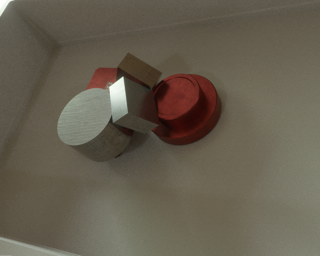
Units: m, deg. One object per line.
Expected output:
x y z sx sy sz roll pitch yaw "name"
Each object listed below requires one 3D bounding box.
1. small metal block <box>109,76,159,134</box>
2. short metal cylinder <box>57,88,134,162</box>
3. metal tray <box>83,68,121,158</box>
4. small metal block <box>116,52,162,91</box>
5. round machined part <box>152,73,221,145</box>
-0.031 -0.026 0.368 0.025 0.050 0.050 -30 56 33 "small metal block"
-0.080 -0.003 0.392 0.080 0.050 0.080 -13 56 20 "short metal cylinder"
-0.077 -0.027 0.453 0.090 0.030 0.130 8 66 31 "metal tray"
-0.029 -0.065 0.409 0.050 0.050 0.025 31 70 0 "small metal block"
0.025 -0.031 0.397 0.098 0.042 0.098 -13 56 20 "round machined part"
